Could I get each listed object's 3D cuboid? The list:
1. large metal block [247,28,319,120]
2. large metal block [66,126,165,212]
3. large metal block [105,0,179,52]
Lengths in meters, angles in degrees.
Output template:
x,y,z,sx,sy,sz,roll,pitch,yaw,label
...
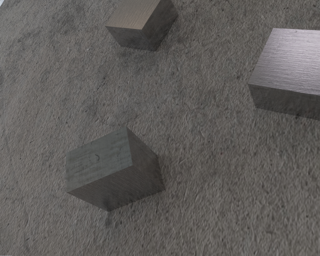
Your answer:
x,y,z,sx,sy,sz,roll,pitch,yaw,label
0.155,-0.061,0.344,0.080,0.050,0.080,16,70,34,large metal block
-0.051,0.052,0.364,0.080,0.080,0.050,-24,53,14,large metal block
-0.029,-0.178,0.513,0.080,0.050,0.080,18,71,35,large metal block
